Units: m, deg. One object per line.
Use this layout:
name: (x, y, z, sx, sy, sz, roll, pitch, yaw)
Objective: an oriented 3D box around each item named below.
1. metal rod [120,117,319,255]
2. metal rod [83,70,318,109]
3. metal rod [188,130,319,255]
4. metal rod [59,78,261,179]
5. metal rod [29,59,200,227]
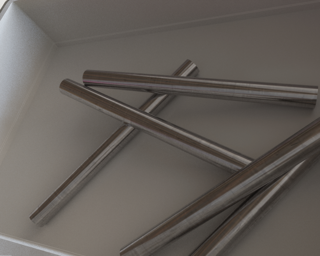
metal rod: (0.081, 0.054, 0.303, 0.300, 0.025, 0.025, -37, 51, 13)
metal rod: (0.033, -0.053, 0.394, 0.301, 0.025, 0.025, 8, 66, 22)
metal rod: (0.134, 0.040, 0.310, 0.300, 0.025, 0.025, -44, 51, -3)
metal rod: (-0.018, -0.007, 0.392, 0.300, 0.025, 0.025, 24, 75, 27)
metal rod: (-0.060, 0.018, 0.425, 0.300, 0.025, 0.025, -45, 51, -3)
